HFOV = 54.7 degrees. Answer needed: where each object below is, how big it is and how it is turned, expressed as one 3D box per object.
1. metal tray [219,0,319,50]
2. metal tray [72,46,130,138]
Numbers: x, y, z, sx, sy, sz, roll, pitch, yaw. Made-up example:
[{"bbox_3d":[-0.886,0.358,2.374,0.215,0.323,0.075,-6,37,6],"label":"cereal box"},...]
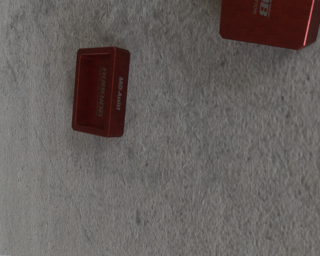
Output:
[{"bbox_3d":[0.106,-0.145,0.286,0.090,0.030,0.129,23,124,37],"label":"metal tray"},{"bbox_3d":[-0.092,-0.055,0.475,0.090,0.030,0.129,9,96,39],"label":"metal tray"}]
